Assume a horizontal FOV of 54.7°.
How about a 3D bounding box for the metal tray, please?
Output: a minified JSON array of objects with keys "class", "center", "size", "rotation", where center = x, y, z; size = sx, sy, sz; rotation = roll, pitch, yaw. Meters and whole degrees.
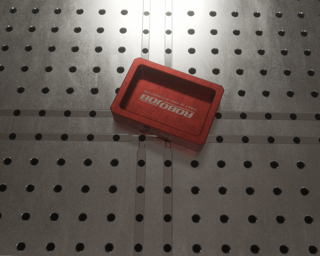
[{"class":"metal tray","center":[0.011,-0.034,0.421],"size":[0.131,0.030,0.090],"rotation":[21,71,7]}]
